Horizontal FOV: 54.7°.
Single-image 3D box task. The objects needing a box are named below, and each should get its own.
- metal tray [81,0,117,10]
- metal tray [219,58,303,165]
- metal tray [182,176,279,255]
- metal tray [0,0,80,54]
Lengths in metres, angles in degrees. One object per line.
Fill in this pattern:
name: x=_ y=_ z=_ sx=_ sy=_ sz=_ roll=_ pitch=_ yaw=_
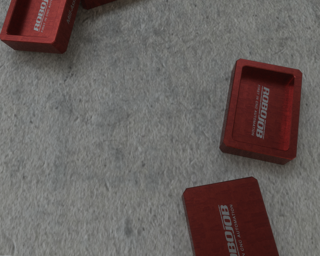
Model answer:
metal tray: x=-0.077 y=-0.252 z=0.496 sx=0.131 sy=0.030 sz=0.090 roll=-22 pitch=72 yaw=-8
metal tray: x=0.136 y=-0.024 z=0.415 sx=0.090 sy=0.030 sz=0.130 roll=12 pitch=70 yaw=4
metal tray: x=0.082 y=0.129 z=0.359 sx=0.091 sy=0.030 sz=0.129 roll=-9 pitch=70 yaw=-4
metal tray: x=-0.168 y=-0.176 z=0.448 sx=0.090 sy=0.030 sz=0.129 roll=8 pitch=78 yaw=15
